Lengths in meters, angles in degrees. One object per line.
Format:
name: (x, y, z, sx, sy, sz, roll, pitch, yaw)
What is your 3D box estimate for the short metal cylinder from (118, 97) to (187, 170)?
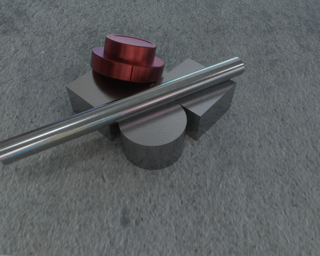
short metal cylinder: (-0.009, 0.005, 0.383, 0.081, 0.050, 0.080, 0, 50, 0)

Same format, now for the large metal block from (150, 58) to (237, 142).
large metal block: (0.044, -0.041, 0.424, 0.080, 0.050, 0.080, 34, 58, 25)

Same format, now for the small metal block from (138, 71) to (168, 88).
small metal block: (-0.011, -0.063, 0.457, 0.050, 0.025, 0.050, 35, 58, 25)

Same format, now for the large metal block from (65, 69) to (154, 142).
large metal block: (-0.065, -0.041, 0.420, 0.080, 0.050, 0.080, 35, 58, 25)

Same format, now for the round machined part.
round machined part: (-0.042, -0.097, 0.417, 0.099, 0.042, 0.098, 10, 24, -4)

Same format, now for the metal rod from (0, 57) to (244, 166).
metal rod: (-0.030, -0.028, 0.362, 0.302, 0.025, 0.025, -22, 54, -18)
